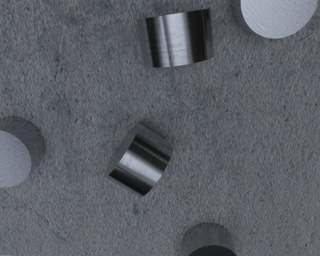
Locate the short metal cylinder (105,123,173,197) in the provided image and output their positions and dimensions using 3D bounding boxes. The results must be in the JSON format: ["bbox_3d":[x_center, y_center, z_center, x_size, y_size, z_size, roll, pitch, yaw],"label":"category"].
[{"bbox_3d":[-0.027,0.040,0.395,0.050,0.080,0.080,33,107,-12],"label":"short metal cylinder"}]

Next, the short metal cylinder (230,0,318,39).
[{"bbox_3d":[0.124,-0.143,0.345,0.081,0.050,0.079,0,110,0],"label":"short metal cylinder"}]

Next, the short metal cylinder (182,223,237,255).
[{"bbox_3d":[0.074,0.192,0.468,0.081,0.050,0.079,0,110,0],"label":"short metal cylinder"}]

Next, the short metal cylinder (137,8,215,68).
[{"bbox_3d":[0.018,-0.101,0.343,0.080,0.080,0.050,-8,110,3],"label":"short metal cylinder"}]

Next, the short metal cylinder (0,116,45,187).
[{"bbox_3d":[-0.200,0.030,0.406,0.081,0.050,0.079,0,110,0],"label":"short metal cylinder"}]
